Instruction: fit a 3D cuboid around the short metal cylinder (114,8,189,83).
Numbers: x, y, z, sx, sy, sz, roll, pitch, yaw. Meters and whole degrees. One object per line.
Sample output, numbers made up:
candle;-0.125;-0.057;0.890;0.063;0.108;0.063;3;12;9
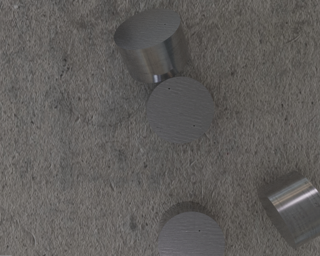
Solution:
short metal cylinder;-0.009;-0.100;0.377;0.080;0.050;0.080;-10;49;12

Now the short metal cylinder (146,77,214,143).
short metal cylinder;0.023;-0.024;0.391;0.081;0.050;0.079;-1;98;-4

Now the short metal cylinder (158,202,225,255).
short metal cylinder;0.038;0.140;0.398;0.081;0.050;0.080;0;90;0

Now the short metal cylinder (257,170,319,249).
short metal cylinder;0.165;0.100;0.384;0.050;0.080;0.080;-28;90;0
